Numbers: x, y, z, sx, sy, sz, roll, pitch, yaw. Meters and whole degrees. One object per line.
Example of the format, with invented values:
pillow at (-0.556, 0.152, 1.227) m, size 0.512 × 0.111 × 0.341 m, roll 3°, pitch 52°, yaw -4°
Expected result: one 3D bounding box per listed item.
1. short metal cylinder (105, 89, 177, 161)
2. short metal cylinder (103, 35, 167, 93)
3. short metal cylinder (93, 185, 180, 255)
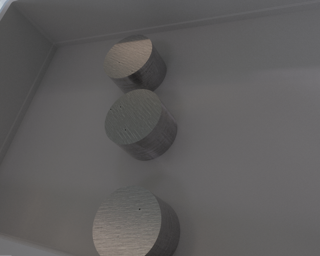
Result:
short metal cylinder at (-0.024, -0.004, 0.405) m, size 0.080 × 0.050 × 0.080 m, roll -13°, pitch 56°, yaw 21°
short metal cylinder at (-0.037, -0.093, 0.466) m, size 0.080 × 0.050 × 0.080 m, roll -13°, pitch 56°, yaw 21°
short metal cylinder at (-0.025, 0.109, 0.336) m, size 0.080 × 0.050 × 0.080 m, roll -13°, pitch 56°, yaw 21°
